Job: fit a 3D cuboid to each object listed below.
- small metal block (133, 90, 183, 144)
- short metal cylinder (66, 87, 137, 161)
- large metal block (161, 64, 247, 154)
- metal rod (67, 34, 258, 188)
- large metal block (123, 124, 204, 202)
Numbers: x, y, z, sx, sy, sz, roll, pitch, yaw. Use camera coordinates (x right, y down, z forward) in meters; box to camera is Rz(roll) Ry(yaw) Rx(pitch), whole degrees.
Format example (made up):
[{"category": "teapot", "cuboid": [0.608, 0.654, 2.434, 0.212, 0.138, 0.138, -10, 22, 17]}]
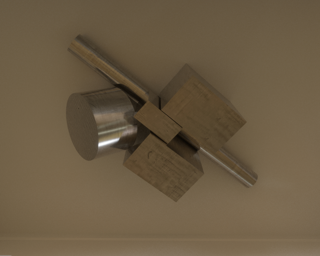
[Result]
[{"category": "small metal block", "cuboid": [-0.002, -0.015, 0.367, 0.050, 0.050, 0.025, 39, 105, -14]}, {"category": "short metal cylinder", "cuboid": [-0.071, -0.006, 0.371, 0.050, 0.080, 0.079, -15, 116, -37]}, {"category": "large metal block", "cuboid": [0.048, -0.027, 0.372, 0.080, 0.080, 0.050, 38, 105, -13]}, {"category": "metal rod", "cuboid": [0.013, -0.014, 0.406, 0.301, 0.025, 0.025, 37, 106, -13]}, {"category": "large metal block", "cuboid": [0.004, 0.034, 0.394, 0.080, 0.080, 0.050, 37, 106, -13]}]
